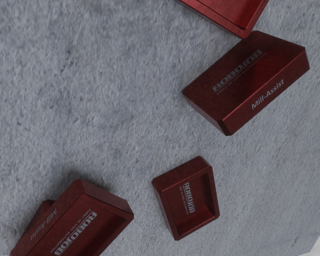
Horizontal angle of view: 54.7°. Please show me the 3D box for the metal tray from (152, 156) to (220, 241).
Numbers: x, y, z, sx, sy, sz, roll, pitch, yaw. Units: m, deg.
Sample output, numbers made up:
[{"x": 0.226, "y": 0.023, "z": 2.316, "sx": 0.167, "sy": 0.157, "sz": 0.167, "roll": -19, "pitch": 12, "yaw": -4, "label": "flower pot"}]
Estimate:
[{"x": 0.046, "y": 0.117, "z": 0.503, "sx": 0.091, "sy": 0.030, "sz": 0.129, "roll": -25, "pitch": 128, "yaw": -13, "label": "metal tray"}]

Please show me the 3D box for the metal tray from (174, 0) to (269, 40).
[{"x": 0.068, "y": -0.165, "z": 0.339, "sx": 0.131, "sy": 0.030, "sz": 0.089, "roll": 16, "pitch": 110, "yaw": -35, "label": "metal tray"}]

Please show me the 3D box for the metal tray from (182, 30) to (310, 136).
[{"x": 0.103, "y": -0.060, "z": 0.386, "sx": 0.130, "sy": 0.090, "sz": 0.030, "roll": -40, "pitch": 130, "yaw": -1, "label": "metal tray"}]

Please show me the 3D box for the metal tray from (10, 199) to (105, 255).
[{"x": -0.145, "y": 0.165, "z": 0.427, "sx": 0.090, "sy": 0.030, "sz": 0.129, "roll": 24, "pitch": 105, "yaw": -37, "label": "metal tray"}]

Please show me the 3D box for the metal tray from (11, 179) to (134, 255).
[{"x": -0.108, "y": 0.134, "z": 0.388, "sx": 0.130, "sy": 0.030, "sz": 0.090, "roll": -48, "pitch": 129, "yaw": 5, "label": "metal tray"}]
